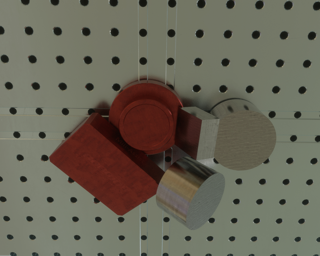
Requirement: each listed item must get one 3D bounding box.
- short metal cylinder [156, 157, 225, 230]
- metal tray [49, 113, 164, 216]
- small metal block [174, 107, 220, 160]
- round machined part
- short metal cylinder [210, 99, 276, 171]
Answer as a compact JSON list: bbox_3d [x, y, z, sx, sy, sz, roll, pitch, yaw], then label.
[{"bbox_3d":[0.041,0.084,0.405,0.050,0.081,0.079,26,115,37],"label":"short metal cylinder"},{"bbox_3d":[-0.069,0.052,0.413,0.130,0.030,0.090,43,120,-15],"label":"metal tray"},{"bbox_3d":[0.044,0.005,0.379,0.025,0.050,0.050,-5,112,-28],"label":"small metal block"},{"bbox_3d":[-0.016,-0.010,0.396,0.099,0.042,0.097,0,110,0],"label":"round machined part"},{"bbox_3d":[0.101,0.008,0.400,0.081,0.050,0.079,0,110,0],"label":"short metal cylinder"}]
